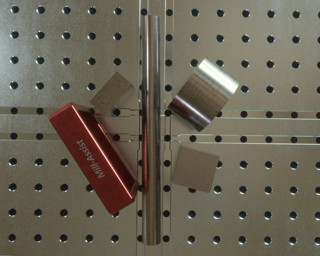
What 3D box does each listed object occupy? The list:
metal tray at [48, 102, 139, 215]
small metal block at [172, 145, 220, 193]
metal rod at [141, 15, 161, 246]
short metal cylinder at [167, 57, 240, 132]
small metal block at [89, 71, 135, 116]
[{"bbox_3d":[-0.075,0.033,0.379,0.030,0.090,0.130,-33,90,0],"label":"metal tray"},{"bbox_3d":[0.047,0.054,0.415,0.050,0.025,0.050,15,90,-1],"label":"small metal block"},{"bbox_3d":[-0.012,0.003,0.413,0.025,0.025,0.298,0,90,-1],"label":"metal rod"},{"bbox_3d":[0.053,-0.041,0.386,0.050,0.080,0.080,38,90,-1],"label":"short metal cylinder"},{"bbox_3d":[-0.059,-0.042,0.399,0.025,0.050,0.050,41,90,-1],"label":"small metal block"}]
